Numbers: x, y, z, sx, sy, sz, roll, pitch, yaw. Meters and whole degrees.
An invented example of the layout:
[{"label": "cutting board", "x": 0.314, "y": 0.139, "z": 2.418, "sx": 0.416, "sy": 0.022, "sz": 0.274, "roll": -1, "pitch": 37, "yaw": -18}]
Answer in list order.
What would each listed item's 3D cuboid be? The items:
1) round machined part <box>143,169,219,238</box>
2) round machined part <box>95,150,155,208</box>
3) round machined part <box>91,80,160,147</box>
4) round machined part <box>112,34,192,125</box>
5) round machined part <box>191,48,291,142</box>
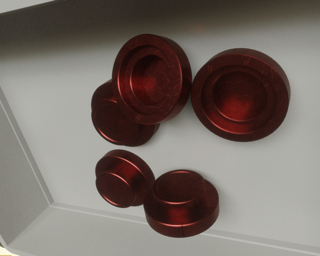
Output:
[{"label": "round machined part", "x": 0.027, "y": 0.090, "z": 0.403, "sx": 0.098, "sy": 0.098, "sz": 0.042, "roll": 6, "pitch": 121, "yaw": 25}, {"label": "round machined part", "x": -0.060, "y": 0.085, "z": 0.482, "sx": 0.098, "sy": 0.042, "sz": 0.097, "roll": 13, "pitch": 124, "yaw": 21}, {"label": "round machined part", "x": -0.052, "y": -0.015, "z": 0.416, "sx": 0.098, "sy": 0.042, "sz": 0.097, "roll": 13, "pitch": 124, "yaw": 21}, {"label": "round machined part", "x": -0.005, "y": -0.054, "z": 0.352, "sx": 0.098, "sy": 0.042, "sz": 0.097, "roll": 6, "pitch": 100, "yaw": 36}, {"label": "round machined part", "x": 0.086, "y": -0.037, "z": 0.329, "sx": 0.098, "sy": 0.042, "sz": 0.097, "roll": 13, "pitch": 124, "yaw": 21}]
